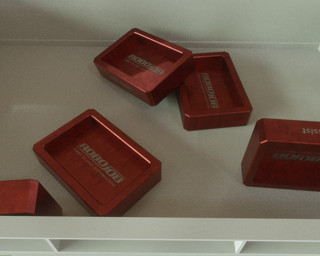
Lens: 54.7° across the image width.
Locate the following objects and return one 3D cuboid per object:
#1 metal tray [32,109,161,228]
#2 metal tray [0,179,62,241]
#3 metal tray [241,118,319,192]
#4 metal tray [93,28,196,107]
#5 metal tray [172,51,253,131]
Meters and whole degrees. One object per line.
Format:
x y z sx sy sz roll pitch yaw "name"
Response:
-0.074 0.041 0.366 0.130 0.030 0.090 36 58 26 "metal tray"
-0.169 0.082 0.289 0.131 0.090 0.030 -3 59 -3 "metal tray"
0.163 0.033 0.337 0.131 0.089 0.030 4 50 3 "metal tray"
-0.025 -0.094 0.455 0.090 0.030 0.130 -44 53 -17 "metal tray"
0.070 -0.058 0.451 0.091 0.030 0.130 -5 50 -5 "metal tray"
